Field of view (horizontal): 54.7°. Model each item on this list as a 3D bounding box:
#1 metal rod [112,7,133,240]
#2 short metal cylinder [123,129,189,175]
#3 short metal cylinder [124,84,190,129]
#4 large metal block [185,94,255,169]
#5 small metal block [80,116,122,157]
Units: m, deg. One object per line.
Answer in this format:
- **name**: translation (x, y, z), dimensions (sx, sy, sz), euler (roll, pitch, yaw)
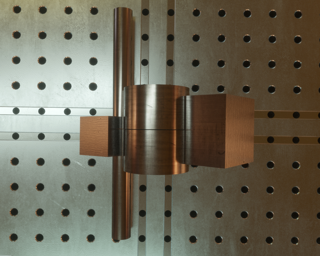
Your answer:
- **metal rod**: translation (-0.050, -0.006, 0.408), dimensions (0.025, 0.025, 0.298), euler (0, 90, 0)
- **short metal cylinder**: translation (-0.004, 0.027, 0.382), dimensions (0.081, 0.080, 0.050), euler (1, 90, 0)
- **short metal cylinder**: translation (-0.004, -0.024, 0.382), dimensions (0.081, 0.080, 0.050), euler (1, 90, 0)
- **large metal block**: translation (0.075, 0.003, 0.375), dimensions (0.050, 0.081, 0.079), euler (1, 91, 38)
- **small metal block**: translation (-0.076, 0.010, 0.398), dimensions (0.050, 0.025, 0.050), euler (0, 89, 34)
